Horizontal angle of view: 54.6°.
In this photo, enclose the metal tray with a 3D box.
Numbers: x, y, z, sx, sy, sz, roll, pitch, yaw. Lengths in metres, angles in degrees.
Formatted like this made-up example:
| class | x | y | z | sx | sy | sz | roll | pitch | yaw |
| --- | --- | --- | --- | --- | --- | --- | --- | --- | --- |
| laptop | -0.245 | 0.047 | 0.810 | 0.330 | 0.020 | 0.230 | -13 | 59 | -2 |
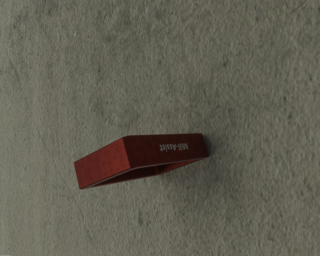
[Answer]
| class | x | y | z | sx | sy | sz | roll | pitch | yaw |
| --- | --- | --- | --- | --- | --- | --- | --- | --- | --- |
| metal tray | -0.017 | 0.036 | 0.351 | 0.090 | 0.131 | 0.030 | -26 | 74 | 37 |
